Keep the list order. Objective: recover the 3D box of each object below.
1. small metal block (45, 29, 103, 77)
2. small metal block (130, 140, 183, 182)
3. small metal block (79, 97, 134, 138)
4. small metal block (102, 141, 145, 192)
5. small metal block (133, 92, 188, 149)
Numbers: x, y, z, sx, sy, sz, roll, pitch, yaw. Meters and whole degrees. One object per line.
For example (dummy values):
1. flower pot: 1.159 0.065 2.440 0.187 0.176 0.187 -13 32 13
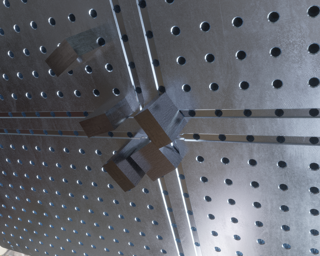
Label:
1. small metal block: -0.109 -0.096 0.394 0.050 0.050 0.025 -29 102 37
2. small metal block: -0.005 0.042 0.440 0.050 0.025 0.050 49 129 -7
3. small metal block: -0.073 -0.015 0.425 0.050 0.050 0.025 -15 110 34
4. small metal block: -0.048 0.056 0.456 0.025 0.050 0.050 -34 100 38
5. small metal block: 0.002 -0.010 0.388 0.025 0.050 0.050 -28 103 37
